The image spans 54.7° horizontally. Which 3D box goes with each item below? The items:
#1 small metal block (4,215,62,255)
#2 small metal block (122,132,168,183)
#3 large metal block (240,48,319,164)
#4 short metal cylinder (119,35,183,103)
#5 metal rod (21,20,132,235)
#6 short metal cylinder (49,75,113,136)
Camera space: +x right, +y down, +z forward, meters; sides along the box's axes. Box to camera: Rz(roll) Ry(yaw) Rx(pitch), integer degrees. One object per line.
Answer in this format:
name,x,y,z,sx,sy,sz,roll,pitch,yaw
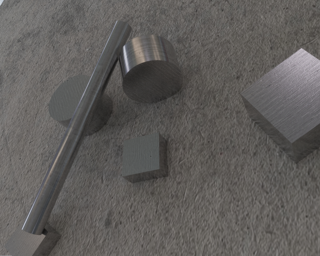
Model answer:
small metal block,-0.164,0.146,0.400,0.050,0.025,0.050,24,74,36
small metal block,-0.019,0.038,0.390,0.050,0.025,0.050,-14,56,20
large metal block,0.146,-0.024,0.326,0.080,0.050,0.080,-37,51,3
short metal cylinder,-0.014,-0.079,0.425,0.080,0.080,0.050,-23,54,14
metal rod,-0.104,-0.010,0.411,0.025,0.025,0.299,12,74,33
short metal cylinder,-0.120,-0.034,0.471,0.080,0.050,0.080,-13,56,21
